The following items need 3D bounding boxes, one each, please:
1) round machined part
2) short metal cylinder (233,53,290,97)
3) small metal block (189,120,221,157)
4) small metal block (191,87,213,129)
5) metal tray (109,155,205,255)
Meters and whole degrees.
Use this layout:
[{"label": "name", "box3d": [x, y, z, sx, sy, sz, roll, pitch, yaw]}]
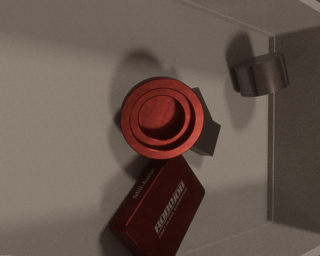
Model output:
[{"label": "round machined part", "box3d": [0.001, -0.014, 0.378, 0.099, 0.042, 0.097, -2, 106, -8]}, {"label": "short metal cylinder", "box3d": [0.168, -0.089, 0.515, 0.081, 0.080, 0.050, -31, 110, -36]}, {"label": "small metal block", "box3d": [0.060, 0.010, 0.459, 0.050, 0.025, 0.050, 29, 72, -37]}, {"label": "small metal block", "box3d": [0.036, -0.025, 0.421, 0.025, 0.050, 0.050, -45, 117, -37]}, {"label": "metal tray", "box3d": [0.003, 0.100, 0.394, 0.090, 0.030, 0.130, 57, 47, -25]}]
